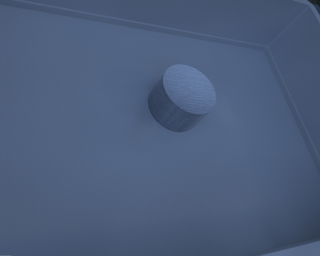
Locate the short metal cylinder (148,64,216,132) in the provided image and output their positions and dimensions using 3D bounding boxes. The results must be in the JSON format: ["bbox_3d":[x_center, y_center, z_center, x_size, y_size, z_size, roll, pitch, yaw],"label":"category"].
[{"bbox_3d":[0.030,-0.041,0.430,0.081,0.050,0.080,13,56,-21],"label":"short metal cylinder"}]
